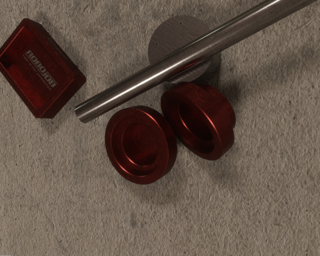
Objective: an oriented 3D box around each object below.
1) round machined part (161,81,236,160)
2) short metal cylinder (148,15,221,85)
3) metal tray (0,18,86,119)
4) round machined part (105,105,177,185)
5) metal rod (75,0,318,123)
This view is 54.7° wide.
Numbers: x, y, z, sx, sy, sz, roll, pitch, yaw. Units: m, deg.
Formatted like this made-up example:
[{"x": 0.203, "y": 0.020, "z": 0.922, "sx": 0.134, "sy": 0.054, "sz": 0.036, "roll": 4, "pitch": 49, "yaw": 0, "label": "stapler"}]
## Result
[{"x": 0.049, "y": -0.013, "z": 0.363, "sx": 0.042, "sy": 0.098, "sz": 0.098, "roll": -38, "pitch": 76, "yaw": -21, "label": "round machined part"}, {"x": 0.032, "y": -0.091, "z": 0.384, "sx": 0.080, "sy": 0.050, "sz": 0.079, "roll": 0, "pitch": 90, "yaw": 19, "label": "short metal cylinder"}, {"x": -0.184, "y": -0.089, "z": 0.469, "sx": 0.090, "sy": 0.030, "sz": 0.130, "roll": -44, "pitch": 77, "yaw": 14, "label": "metal tray"}, {"x": -0.020, "y": 0.019, "z": 0.396, "sx": 0.098, "sy": 0.042, "sz": 0.097, "roll": 9, "pitch": 107, "yaw": 32, "label": "round machined part"}, {"x": 0.031, "y": -0.079, "z": 0.344, "sx": 0.300, "sy": 0.025, "sz": 0.025, "roll": -26, "pitch": 82, "yaw": 17, "label": "metal rod"}]
